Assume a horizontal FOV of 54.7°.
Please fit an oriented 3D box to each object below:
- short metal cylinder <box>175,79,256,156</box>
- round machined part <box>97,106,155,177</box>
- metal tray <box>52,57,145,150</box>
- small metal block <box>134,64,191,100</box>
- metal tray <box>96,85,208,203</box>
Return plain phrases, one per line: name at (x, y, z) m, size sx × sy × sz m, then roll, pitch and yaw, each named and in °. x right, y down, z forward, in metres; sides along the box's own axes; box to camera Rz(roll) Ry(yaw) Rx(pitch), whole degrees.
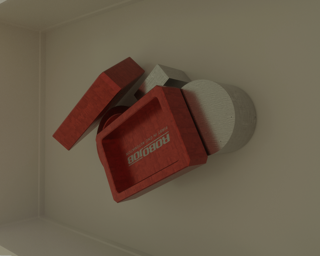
short metal cylinder at (0.057, -0.010, 0.340) m, size 0.080 × 0.050 × 0.079 m, roll 0°, pitch 90°, yaw 39°
round machined part at (-0.040, 0.019, 0.426) m, size 0.098 × 0.042 × 0.097 m, roll 0°, pitch 90°, yaw 39°
metal tray at (-0.084, -0.034, 0.427) m, size 0.030 × 0.090 × 0.129 m, roll 44°, pitch 120°, yaw -5°
small metal block at (0.005, -0.048, 0.382) m, size 0.050 × 0.050 × 0.025 m, roll -50°, pitch 61°, yaw 27°
metal tray at (-0.017, 0.022, 0.351) m, size 0.130 × 0.030 × 0.090 m, roll -35°, pitch 68°, yaw 39°
